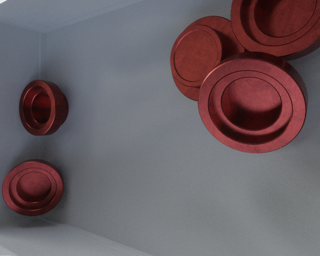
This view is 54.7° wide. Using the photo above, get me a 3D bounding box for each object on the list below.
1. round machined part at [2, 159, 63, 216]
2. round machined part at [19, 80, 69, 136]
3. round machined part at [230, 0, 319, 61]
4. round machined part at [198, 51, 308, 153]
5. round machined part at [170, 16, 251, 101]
[{"bbox_3d":[-0.223,0.103,0.552,0.042,0.099,0.097,-154,70,-73],"label":"round machined part"},{"bbox_3d":[-0.203,-0.035,0.554,0.098,0.042,0.097,0,91,31],"label":"round machined part"},{"bbox_3d":[0.121,-0.112,0.295,0.098,0.042,0.097,0,90,39],"label":"round machined part"},{"bbox_3d":[0.091,-0.027,0.302,0.098,0.042,0.097,14,125,21],"label":"round machined part"},{"bbox_3d":[0.051,-0.078,0.352,0.098,0.042,0.097,0,90,39],"label":"round machined part"}]
